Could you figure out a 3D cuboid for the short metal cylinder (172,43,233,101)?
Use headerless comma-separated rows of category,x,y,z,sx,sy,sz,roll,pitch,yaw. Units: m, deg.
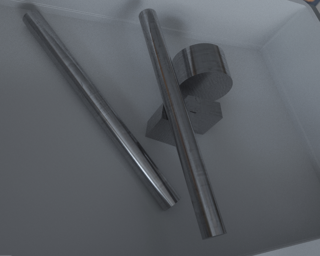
short metal cylinder,0.060,-0.077,0.452,0.081,0.080,0.050,6,59,-26

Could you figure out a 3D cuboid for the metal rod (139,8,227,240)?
metal rod,0.018,-0.024,0.367,0.025,0.025,0.299,-1,62,-29

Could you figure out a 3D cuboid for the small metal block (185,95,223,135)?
small metal block,0.050,-0.017,0.428,0.050,0.050,0.025,10,58,-23

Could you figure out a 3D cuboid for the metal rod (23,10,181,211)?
metal rod,-0.076,-0.028,0.382,0.025,0.025,0.300,-31,79,-38

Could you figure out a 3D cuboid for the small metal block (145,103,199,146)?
small metal block,0.015,-0.003,0.401,0.050,0.050,0.025,19,54,-18
